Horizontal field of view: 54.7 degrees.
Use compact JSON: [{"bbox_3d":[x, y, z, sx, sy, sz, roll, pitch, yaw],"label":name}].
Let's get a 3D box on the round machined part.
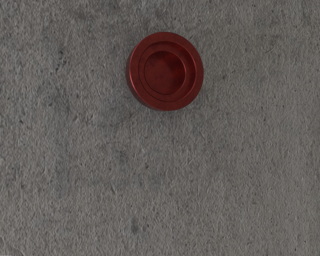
[{"bbox_3d":[0.003,-0.070,0.401,0.099,0.042,0.097,0,90,-20],"label":"round machined part"}]
